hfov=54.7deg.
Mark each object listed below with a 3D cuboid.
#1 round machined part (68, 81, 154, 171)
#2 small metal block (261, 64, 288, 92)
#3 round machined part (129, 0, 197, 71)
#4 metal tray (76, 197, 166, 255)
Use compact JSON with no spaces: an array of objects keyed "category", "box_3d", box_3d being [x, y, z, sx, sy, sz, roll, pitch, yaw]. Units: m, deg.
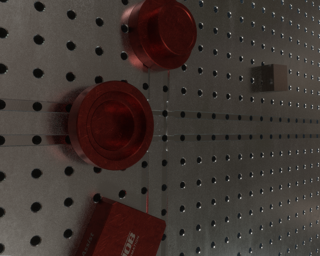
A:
[{"category":"round machined part","box_3d":[-0.058,-0.003,0.351,0.099,0.042,0.097,0,90,-40]},{"category":"small metal block","box_3d":[0.222,-0.096,0.599,0.050,0.025,0.050,-5,94,-40]},{"category":"round machined part","box_3d":[0.011,-0.127,0.409,0.099,0.042,0.097,0,90,-40]},{"category":"metal tray","box_3d":[-0.053,0.158,0.364,0.090,0.030,0.130,34,69,-35]}]
